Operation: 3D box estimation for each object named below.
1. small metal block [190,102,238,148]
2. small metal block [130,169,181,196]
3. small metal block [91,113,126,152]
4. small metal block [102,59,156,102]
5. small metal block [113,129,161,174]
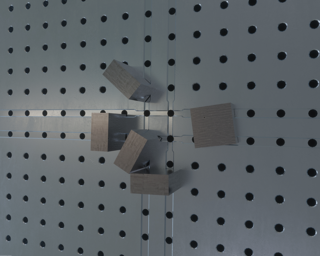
[{"bbox_3d":[0.068,-0.003,0.389,0.050,0.025,0.050,-8,87,20],"label":"small metal block"},{"bbox_3d":[-0.005,0.068,0.401,0.050,0.050,0.025,-1,90,20],"label":"small metal block"},{"bbox_3d":[-0.070,0.005,0.424,0.025,0.050,0.050,2,91,20],"label":"small metal block"},{"bbox_3d":[-0.040,-0.062,0.414,0.050,0.050,0.025,44,104,15],"label":"small metal block"},{"bbox_3d":[-0.029,0.030,0.410,0.025,0.050,0.050,32,100,17],"label":"small metal block"}]
